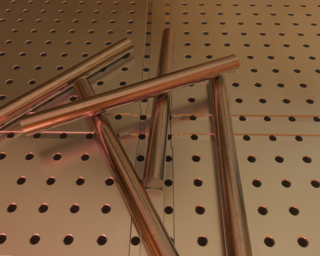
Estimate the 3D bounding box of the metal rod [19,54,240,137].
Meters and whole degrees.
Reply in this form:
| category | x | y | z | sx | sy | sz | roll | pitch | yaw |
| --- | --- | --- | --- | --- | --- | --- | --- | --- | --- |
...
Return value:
| category | x | y | z | sx | sy | sz | roll | pitch | yaw |
| --- | --- | --- | --- | --- | --- | --- | --- | --- | --- |
| metal rod | -0.027 | -0.049 | 0.414 | 0.302 | 0.025 | 0.025 | -19 | 53 | -16 |

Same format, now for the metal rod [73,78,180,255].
| category | x | y | z | sx | sy | sz | roll | pitch | yaw |
| --- | --- | --- | --- | --- | --- | --- | --- | --- | --- |
| metal rod | -0.049 | 0.040 | 0.373 | 0.025 | 0.025 | 0.300 | -21 | 53 | -17 |

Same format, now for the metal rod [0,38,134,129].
| category | x | y | z | sx | sy | sz | roll | pitch | yaw |
| --- | --- | --- | --- | --- | --- | --- | --- | --- | --- |
| metal rod | -0.157 | -0.059 | 0.454 | 0.025 | 0.025 | 0.302 | 36 | 58 | 26 |

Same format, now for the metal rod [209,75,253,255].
| category | x | y | z | sx | sy | sz | roll | pitch | yaw |
| --- | --- | --- | --- | --- | --- | --- | --- | --- | --- |
| metal rod | 0.082 | 0.031 | 0.382 | 0.025 | 0.025 | 0.300 | 2 | 50 | 1 |

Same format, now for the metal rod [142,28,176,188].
| category | x | y | z | sx | sy | sz | roll | pitch | yaw |
| --- | --- | --- | --- | --- | --- | --- | --- | --- | --- |
| metal rod | 0.004 | -0.052 | 0.450 | 0.025 | 0.025 | 0.300 | 4 | 50 | 3 |
